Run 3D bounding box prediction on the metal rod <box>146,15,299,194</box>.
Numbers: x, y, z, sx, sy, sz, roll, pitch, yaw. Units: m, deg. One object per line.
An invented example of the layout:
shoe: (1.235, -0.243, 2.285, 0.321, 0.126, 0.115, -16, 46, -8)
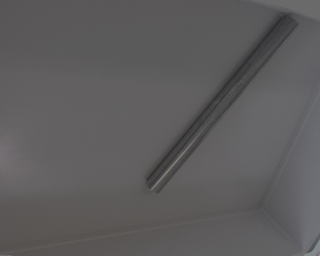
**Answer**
metal rod: (0.082, -0.028, 0.435, 0.025, 0.025, 0.299, 33, 100, -38)
